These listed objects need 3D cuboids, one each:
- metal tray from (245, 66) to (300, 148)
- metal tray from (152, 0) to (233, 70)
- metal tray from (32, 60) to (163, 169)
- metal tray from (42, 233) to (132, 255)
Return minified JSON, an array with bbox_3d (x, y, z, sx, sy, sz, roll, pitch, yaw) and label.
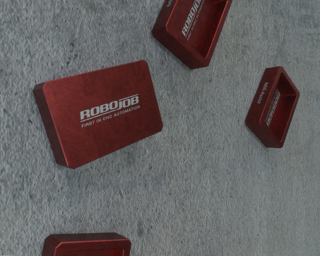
[{"bbox_3d":[0.213,-0.039,0.579,0.090,0.030,0.130,41,65,-33],"label":"metal tray"},{"bbox_3d":[0.050,-0.161,0.442,0.090,0.030,0.130,34,69,-35],"label":"metal tray"},{"bbox_3d":[-0.062,-0.020,0.349,0.131,0.030,0.089,-23,105,-38],"label":"metal tray"},{"bbox_3d":[-0.085,0.182,0.330,0.091,0.030,0.129,14,81,-39],"label":"metal tray"}]
